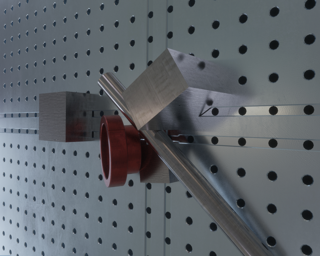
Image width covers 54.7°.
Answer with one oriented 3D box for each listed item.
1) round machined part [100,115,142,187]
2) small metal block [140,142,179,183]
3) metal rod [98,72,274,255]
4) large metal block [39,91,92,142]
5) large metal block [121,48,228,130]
[{"bbox_3d":[-0.054,0.030,0.425,0.098,0.042,0.097,177,90,-71],"label":"round machined part"},{"bbox_3d":[-0.001,0.046,0.410,0.050,0.025,0.050,-7,85,39],"label":"small metal block"},{"bbox_3d":[0.021,0.041,0.365,0.300,0.025,0.025,49,119,19],"label":"metal rod"},{"bbox_3d":[-0.161,-0.018,0.526,0.080,0.050,0.079,1,91,40],"label":"large metal block"},{"bbox_3d":[0.017,-0.040,0.359,0.080,0.081,0.050,-39,66,33],"label":"large metal block"}]
